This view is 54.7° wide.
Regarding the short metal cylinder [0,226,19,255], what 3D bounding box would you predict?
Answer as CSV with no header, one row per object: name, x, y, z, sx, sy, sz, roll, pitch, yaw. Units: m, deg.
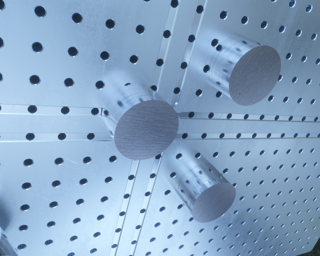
short metal cylinder,-0.212,0.152,0.353,0.081,0.080,0.050,-21,127,-16

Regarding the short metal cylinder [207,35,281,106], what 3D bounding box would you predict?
short metal cylinder,0.110,-0.076,0.408,0.081,0.050,0.079,-14,124,-21

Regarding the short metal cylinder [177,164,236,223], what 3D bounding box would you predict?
short metal cylinder,0.074,0.105,0.500,0.081,0.050,0.079,-14,124,-21

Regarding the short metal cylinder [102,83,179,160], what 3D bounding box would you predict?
short metal cylinder,-0.025,-0.008,0.377,0.081,0.050,0.079,-14,124,-21
